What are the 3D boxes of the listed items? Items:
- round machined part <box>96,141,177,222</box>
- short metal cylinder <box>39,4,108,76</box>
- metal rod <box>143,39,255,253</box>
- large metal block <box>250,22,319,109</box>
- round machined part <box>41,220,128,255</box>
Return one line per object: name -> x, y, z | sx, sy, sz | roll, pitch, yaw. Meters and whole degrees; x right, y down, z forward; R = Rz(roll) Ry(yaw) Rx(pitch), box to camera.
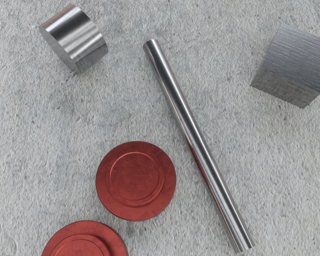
round machined part -> -0.029, 0.062, 0.376 | 0.099, 0.042, 0.098 | 0, 70, 0
short metal cylinder -> -0.116, -0.118, 0.421 | 0.050, 0.080, 0.080 | -43, 76, -14
metal rod -> 0.042, 0.009, 0.405 | 0.025, 0.025, 0.299 | -21, 71, -7
large metal block -> 0.183, -0.085, 0.427 | 0.080, 0.050, 0.080 | 26, 72, 9
round machined part -> -0.085, 0.153, 0.343 | 0.099, 0.042, 0.098 | 0, 70, 0
